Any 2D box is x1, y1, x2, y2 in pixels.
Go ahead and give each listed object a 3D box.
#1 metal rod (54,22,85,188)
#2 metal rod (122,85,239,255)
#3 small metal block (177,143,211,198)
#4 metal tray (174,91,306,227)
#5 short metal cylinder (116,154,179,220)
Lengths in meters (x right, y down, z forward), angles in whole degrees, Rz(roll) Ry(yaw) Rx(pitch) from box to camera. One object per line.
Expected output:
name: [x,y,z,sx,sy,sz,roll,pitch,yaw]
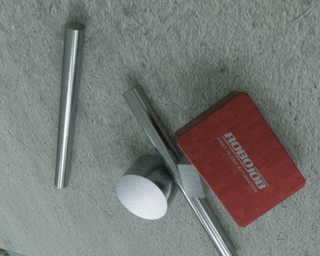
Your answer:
metal rod: [-0.142,-0.013,0.473,0.025,0.025,0.298,27,128,11]
metal rod: [0.036,0.076,0.434,0.025,0.025,0.299,-20,108,35]
small metal block: [0.049,0.054,0.398,0.025,0.050,0.050,-2,117,29]
metal tray: [0.089,0.035,0.348,0.090,0.030,0.130,-36,100,3]
short metal cylinder: [-0.016,0.086,0.452,0.080,0.050,0.079,13,124,21]
